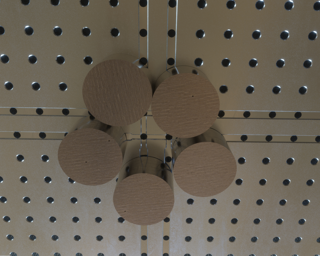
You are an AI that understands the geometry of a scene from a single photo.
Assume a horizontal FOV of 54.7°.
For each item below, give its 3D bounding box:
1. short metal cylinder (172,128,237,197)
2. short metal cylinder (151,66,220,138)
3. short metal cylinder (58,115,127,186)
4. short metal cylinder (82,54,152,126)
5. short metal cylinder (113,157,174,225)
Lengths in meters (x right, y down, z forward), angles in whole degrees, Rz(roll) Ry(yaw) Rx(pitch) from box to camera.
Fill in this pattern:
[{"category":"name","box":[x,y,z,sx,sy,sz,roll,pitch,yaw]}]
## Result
[{"category":"short metal cylinder","box":[0.057,0.045,0.416,0.081,0.050,0.079,0,112,0]},{"category":"short metal cylinder","box":[0.030,-0.034,0.387,0.081,0.050,0.079,0,110,0]},{"category":"short metal cylinder","box":[-0.087,0.029,0.409,0.081,0.050,0.079,0,111,0]},{"category":"short metal cylinder","box":[-0.049,-0.048,0.381,0.081,0.050,0.079,0,110,-1]},{"category":"short metal cylinder","box":[-0.021,0.086,0.430,0.081,0.050,0.079,0,110,0]}]
